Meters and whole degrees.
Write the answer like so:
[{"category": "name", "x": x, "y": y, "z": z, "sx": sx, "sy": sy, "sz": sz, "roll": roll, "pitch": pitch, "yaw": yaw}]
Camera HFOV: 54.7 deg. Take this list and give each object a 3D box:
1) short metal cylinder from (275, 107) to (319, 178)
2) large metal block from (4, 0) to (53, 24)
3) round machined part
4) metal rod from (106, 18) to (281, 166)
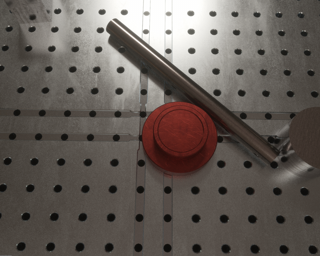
[{"category": "short metal cylinder", "x": 0.195, "y": 0.020, "z": 0.394, "sx": 0.081, "sy": 0.050, "sz": 0.080, "roll": 0, "pitch": 70, "yaw": 0}, {"category": "large metal block", "x": -0.198, "y": -0.215, "z": 0.459, "sx": 0.050, "sy": 0.080, "sz": 0.080, "roll": -5, "pitch": 70, "yaw": -2}, {"category": "round machined part", "x": 0.026, "y": 0.010, "z": 0.400, "sx": 0.099, "sy": 0.042, "sz": 0.098, "roll": 0, "pitch": 70, "yaw": -1}, {"category": "metal rod", "x": 0.037, "y": -0.057, "z": 0.433, "sx": 0.300, "sy": 0.025, "sz": 0.025, "roll": 42, "pitch": 75, "yaw": 13}]
